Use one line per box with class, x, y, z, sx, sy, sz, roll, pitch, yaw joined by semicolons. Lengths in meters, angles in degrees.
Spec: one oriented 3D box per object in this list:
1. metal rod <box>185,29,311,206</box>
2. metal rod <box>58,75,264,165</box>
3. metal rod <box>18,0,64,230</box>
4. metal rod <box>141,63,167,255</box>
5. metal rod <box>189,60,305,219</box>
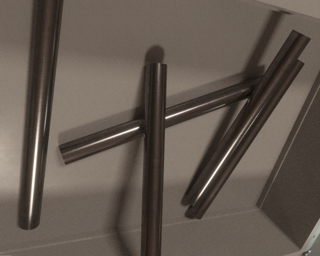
metal rod;0.115;0.002;0.450;0.025;0.025;0.298;9;121;-33
metal rod;0.020;-0.017;0.410;0.302;0.025;0.025;-20;126;-17
metal rod;-0.130;-0.011;0.331;0.025;0.025;0.298;1;118;-29
metal rod;-0.009;0.074;0.374;0.025;0.025;0.298;0;94;-29
metal rod;0.132;0.024;0.498;0.025;0.025;0.298;18;109;-36
